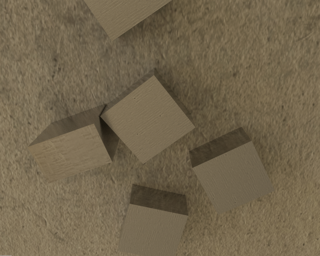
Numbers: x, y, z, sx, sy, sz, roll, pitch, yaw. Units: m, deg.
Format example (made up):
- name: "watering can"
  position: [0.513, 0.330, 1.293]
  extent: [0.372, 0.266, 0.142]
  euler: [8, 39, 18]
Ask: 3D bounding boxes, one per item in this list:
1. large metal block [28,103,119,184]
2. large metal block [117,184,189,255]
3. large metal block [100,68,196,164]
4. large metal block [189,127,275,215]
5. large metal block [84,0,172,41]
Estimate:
- name: "large metal block"
  position: [-0.101, 0.016, 0.385]
  extent: [0.080, 0.080, 0.050]
  euler: [-19, 109, 6]
- name: "large metal block"
  position: [-0.011, 0.136, 0.446]
  extent: [0.081, 0.050, 0.079]
  euler: [13, 110, -5]
- name: "large metal block"
  position: [-0.014, -0.016, 0.390]
  extent: [0.080, 0.050, 0.080]
  euler: [-36, 107, 12]
- name: "large metal block"
  position: [0.095, 0.057, 0.419]
  extent: [0.080, 0.050, 0.080]
  euler: [-26, 108, 9]
- name: "large metal block"
  position: [-0.040, -0.154, 0.339]
  extent: [0.080, 0.050, 0.080]
  euler: [-32, 108, 10]
